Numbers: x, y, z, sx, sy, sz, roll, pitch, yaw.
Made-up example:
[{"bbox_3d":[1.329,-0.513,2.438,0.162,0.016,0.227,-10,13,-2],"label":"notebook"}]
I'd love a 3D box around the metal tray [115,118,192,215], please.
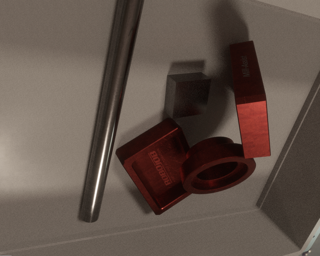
[{"bbox_3d":[0.005,0.059,0.446,0.090,0.030,0.130,-32,129,-8],"label":"metal tray"}]

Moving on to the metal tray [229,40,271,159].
[{"bbox_3d":[0.110,-0.038,0.382,0.030,0.130,0.090,-8,129,16],"label":"metal tray"}]

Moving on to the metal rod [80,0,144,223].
[{"bbox_3d":[-0.062,-0.008,0.370,0.025,0.025,0.298,1,118,-29],"label":"metal rod"}]

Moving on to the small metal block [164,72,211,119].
[{"bbox_3d":[0.035,-0.043,0.403,0.050,0.025,0.050,-10,123,-24],"label":"small metal block"}]

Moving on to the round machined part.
[{"bbox_3d":[0.073,0.047,0.415,0.099,0.042,0.097,-10,145,-7],"label":"round machined part"}]
